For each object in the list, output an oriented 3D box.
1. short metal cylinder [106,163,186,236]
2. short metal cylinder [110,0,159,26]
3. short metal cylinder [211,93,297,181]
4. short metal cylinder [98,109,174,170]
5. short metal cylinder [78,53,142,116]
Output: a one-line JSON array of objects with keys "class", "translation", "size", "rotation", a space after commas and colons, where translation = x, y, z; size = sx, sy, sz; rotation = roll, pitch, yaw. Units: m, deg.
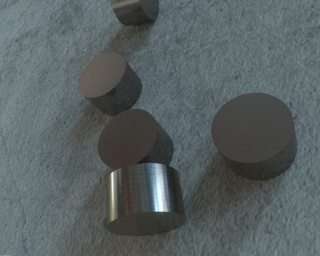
[{"class": "short metal cylinder", "translation": [-0.016, 0.078, 0.328], "size": [0.080, 0.080, 0.050], "rotation": [-19, 55, 17]}, {"class": "short metal cylinder", "translation": [-0.042, -0.218, 0.523], "size": [0.050, 0.080, 0.080], "rotation": [-5, 60, 25]}, {"class": "short metal cylinder", "translation": [0.101, 0.010, 0.329], "size": [0.080, 0.050, 0.080], "rotation": [-13, 56, 20]}, {"class": "short metal cylinder", "translation": [-0.030, 0.023, 0.388], "size": [0.080, 0.050, 0.080], "rotation": [-13, 56, 20]}, {"class": "short metal cylinder", "translation": [-0.074, -0.065, 0.465], "size": [0.080, 0.050, 0.080], "rotation": [-13, 56, 20]}]
